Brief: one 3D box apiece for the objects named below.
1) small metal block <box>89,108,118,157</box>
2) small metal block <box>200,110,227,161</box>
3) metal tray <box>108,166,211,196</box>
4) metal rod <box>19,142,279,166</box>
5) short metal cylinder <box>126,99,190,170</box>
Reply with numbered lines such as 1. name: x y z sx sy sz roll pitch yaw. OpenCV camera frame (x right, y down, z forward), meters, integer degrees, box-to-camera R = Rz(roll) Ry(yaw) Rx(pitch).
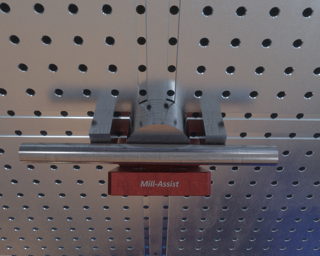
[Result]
1. small metal block: -0.072 0.009 0.403 0.025 0.050 0.050 -1 130 0
2. small metal block: 0.068 0.012 0.406 0.025 0.050 0.050 -1 130 0
3. metal tray: -0.001 0.072 0.433 0.131 0.090 0.030 0 87 -1
4. metal rod: -0.013 0.031 0.372 0.302 0.025 0.025 1 130 -1
5. short metal cylinder: -0.002 0.010 0.403 0.081 0.050 0.079 0 130 0
